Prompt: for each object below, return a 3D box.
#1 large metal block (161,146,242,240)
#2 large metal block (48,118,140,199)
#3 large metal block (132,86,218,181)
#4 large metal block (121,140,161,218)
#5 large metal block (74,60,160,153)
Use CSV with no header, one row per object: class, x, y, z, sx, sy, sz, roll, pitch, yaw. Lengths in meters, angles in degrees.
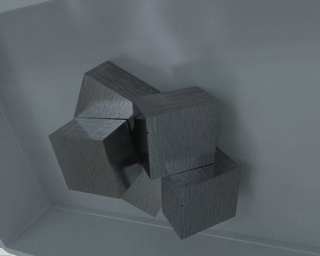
large metal block,0.049,0.079,0.384,0.050,0.081,0.079,45,144,51
large metal block,-0.079,0.035,0.386,0.080,0.050,0.079,3,119,27
large metal block,0.017,0.004,0.356,0.081,0.050,0.079,-13,122,-17
large metal block,-0.022,0.067,0.438,0.080,0.050,0.079,26,128,11
large metal block,-0.059,-0.027,0.404,0.080,0.050,0.079,31,128,7
